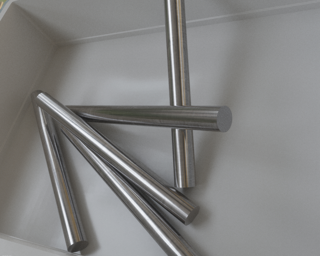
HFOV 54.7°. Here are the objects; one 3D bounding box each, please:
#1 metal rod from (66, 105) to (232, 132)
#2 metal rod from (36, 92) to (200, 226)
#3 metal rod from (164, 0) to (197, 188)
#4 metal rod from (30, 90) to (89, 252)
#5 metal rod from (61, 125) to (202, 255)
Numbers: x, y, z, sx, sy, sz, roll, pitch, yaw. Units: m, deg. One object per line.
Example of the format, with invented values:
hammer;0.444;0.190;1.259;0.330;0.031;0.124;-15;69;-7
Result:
metal rod;-0.045;-0.017;0.394;0.300;0.025;0.025;4;63;46
metal rod;-0.074;0.025;0.407;0.300;0.025;0.025;32;80;31
metal rod;0.021;-0.082;0.368;0.025;0.025;0.298;-6;83;25
metal rod;-0.159;0.042;0.463;0.025;0.025;0.300;-35;51;5
metal rod;-0.050;0.071;0.388;0.025;0.025;0.300;-48;51;-5
